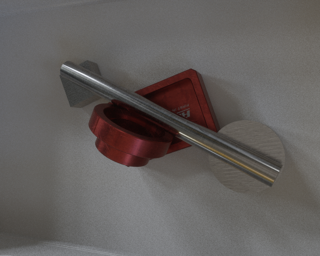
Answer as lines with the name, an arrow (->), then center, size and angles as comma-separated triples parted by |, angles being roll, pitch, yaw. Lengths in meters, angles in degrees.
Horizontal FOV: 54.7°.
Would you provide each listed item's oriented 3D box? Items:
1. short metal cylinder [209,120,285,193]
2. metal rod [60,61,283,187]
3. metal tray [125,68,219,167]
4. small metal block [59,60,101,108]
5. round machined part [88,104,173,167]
short metal cylinder -> 0.101, 0.031, 0.360 | 0.080, 0.050, 0.079 | 0, 90, 19
metal rod -> -0.006, -0.016, 0.367 | 0.300, 0.025, 0.025 | 28, 99, 24
metal tray -> 0.003, -0.011, 0.404 | 0.130, 0.030, 0.090 | -20, 84, 18
small metal block -> -0.110, -0.062, 0.446 | 0.050, 0.025, 0.050 | -23, 83, 18
round machined part -> -0.038, 0.011, 0.369 | 0.098, 0.098, 0.042 | 29, 107, 17
